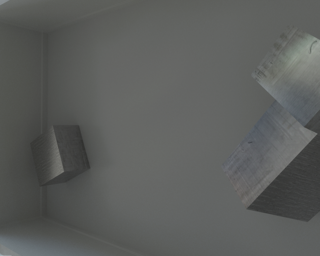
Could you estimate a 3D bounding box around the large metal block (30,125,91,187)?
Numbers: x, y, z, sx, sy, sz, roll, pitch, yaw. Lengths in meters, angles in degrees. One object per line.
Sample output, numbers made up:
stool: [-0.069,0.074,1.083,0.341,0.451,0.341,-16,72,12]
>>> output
large metal block: [-0.174,0.048,0.534,0.080,0.050,0.080,-30,72,36]

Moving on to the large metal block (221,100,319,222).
large metal block: [0.115,0.030,0.267,0.080,0.081,0.050,-57,32,25]

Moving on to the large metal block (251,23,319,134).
large metal block: [0.133,-0.030,0.242,0.050,0.080,0.080,-57,28,24]
